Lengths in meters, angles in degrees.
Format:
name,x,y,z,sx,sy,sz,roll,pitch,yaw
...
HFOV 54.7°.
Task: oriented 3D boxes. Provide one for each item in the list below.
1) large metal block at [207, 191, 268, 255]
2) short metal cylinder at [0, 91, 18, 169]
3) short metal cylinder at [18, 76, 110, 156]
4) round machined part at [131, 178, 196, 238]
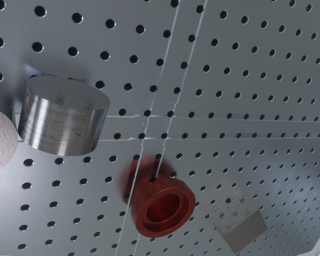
name,x,y,z,sx,sy,sz,roll,pitch,yaw
large metal block,0.148,0.181,0.588,0.080,0.050,0.080,-36,129,-4
short metal cylinder,-0.182,0.001,0.296,0.081,0.050,0.079,-14,124,-21
short metal cylinder,-0.096,-0.014,0.314,0.081,0.080,0.050,7,115,-32
round machined part,0.002,0.116,0.473,0.099,0.042,0.097,-14,124,-21
